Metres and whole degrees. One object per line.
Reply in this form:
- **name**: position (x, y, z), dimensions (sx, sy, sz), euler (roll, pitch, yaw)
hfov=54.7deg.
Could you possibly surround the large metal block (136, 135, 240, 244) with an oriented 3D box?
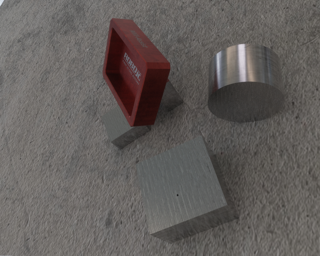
- **large metal block**: position (0.028, 0.067, 0.332), dimensions (0.080, 0.050, 0.080), euler (-25, 53, 13)

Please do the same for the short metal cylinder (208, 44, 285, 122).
- **short metal cylinder**: position (0.095, -0.048, 0.348), dimensions (0.080, 0.080, 0.050), euler (-8, 58, 24)

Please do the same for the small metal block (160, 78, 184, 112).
- **small metal block**: position (0.002, -0.057, 0.422), dimensions (0.025, 0.050, 0.050), euler (-34, 51, 6)

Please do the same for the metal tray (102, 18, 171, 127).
- **metal tray**: position (-0.037, -0.075, 0.403), dimensions (0.030, 0.089, 0.130), euler (-5, 42, -28)

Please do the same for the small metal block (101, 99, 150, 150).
- **small metal block**: position (-0.048, -0.006, 0.433), dimensions (0.050, 0.025, 0.050), euler (-33, 52, 7)
